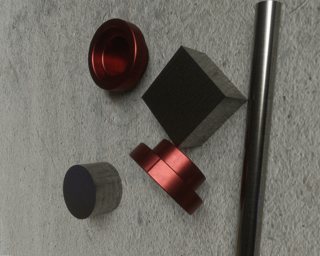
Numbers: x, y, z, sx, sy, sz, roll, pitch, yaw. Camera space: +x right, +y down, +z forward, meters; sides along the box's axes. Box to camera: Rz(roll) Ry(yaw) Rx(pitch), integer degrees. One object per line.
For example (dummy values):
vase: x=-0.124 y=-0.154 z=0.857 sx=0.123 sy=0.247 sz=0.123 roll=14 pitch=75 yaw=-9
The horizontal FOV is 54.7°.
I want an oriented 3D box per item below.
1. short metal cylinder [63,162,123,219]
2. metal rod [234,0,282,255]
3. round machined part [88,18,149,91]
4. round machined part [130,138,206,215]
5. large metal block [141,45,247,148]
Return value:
short metal cylinder: x=-0.104 y=0.094 z=0.474 sx=0.080 sy=0.050 sz=0.079 roll=0 pitch=90 yaw=40
metal rod: x=0.100 y=0.024 z=0.322 sx=0.025 sy=0.025 sz=0.298 roll=7 pitch=94 yaw=40
round machined part: x=-0.055 y=-0.100 z=0.439 sx=0.098 sy=0.042 sz=0.097 roll=0 pitch=90 yaw=40
round machined part: x=0.014 y=0.050 z=0.357 sx=0.042 sy=0.098 sz=0.098 roll=-45 pitch=57 yaw=-7
large metal block: x=0.037 y=-0.034 z=0.358 sx=0.080 sy=0.050 sz=0.080 roll=-49 pitch=61 yaw=28
